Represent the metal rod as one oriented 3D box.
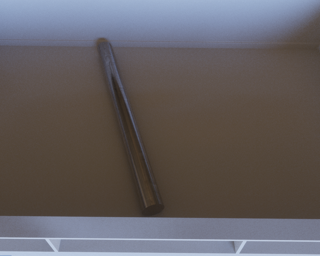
[{"bbox_3d":[-0.050,-0.023,0.423,0.025,0.025,0.300,-13,51,-11],"label":"metal rod"}]
